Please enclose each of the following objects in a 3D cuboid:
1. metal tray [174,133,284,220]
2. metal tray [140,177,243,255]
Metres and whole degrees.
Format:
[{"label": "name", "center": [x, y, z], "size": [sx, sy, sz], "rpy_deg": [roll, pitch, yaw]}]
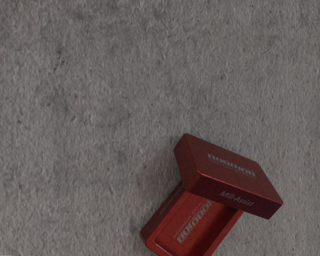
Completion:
[{"label": "metal tray", "center": [0.087, 0.062, 0.406], "size": [0.131, 0.090, 0.030], "rpy_deg": [22, 115, -19]}, {"label": "metal tray", "center": [0.048, 0.122, 0.419], "size": [0.090, 0.030, 0.130], "rpy_deg": [42, 81, -16]}]
